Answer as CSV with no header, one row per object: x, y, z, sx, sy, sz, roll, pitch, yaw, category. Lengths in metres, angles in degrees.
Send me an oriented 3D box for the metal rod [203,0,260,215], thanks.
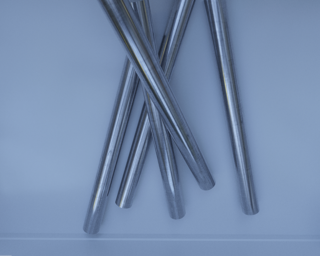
0.098,-0.015,0.407,0.025,0.025,0.298,-13,110,4,metal rod

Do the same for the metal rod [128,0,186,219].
0.001,-0.002,0.386,0.025,0.025,0.298,-9,119,3,metal rod

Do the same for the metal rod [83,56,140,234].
-0.061,0.017,0.416,0.025,0.025,0.298,15,109,-6,metal rod

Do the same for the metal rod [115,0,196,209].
-0.010,-0.025,0.402,0.025,0.025,0.298,15,109,-6,metal rod

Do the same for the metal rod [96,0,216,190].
0.010,-0.023,0.350,0.025,0.025,0.299,-23,129,8,metal rod
